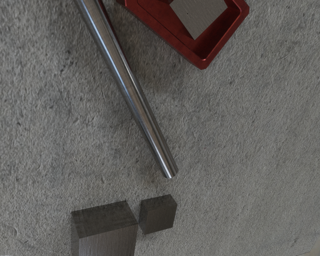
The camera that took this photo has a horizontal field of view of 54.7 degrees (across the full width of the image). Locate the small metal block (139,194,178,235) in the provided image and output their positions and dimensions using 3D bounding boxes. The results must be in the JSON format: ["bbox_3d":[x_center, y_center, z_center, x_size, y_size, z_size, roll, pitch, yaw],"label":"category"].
[{"bbox_3d":[-0.004,0.137,0.491,0.050,0.025,0.050,-6,121,-26],"label":"small metal block"}]

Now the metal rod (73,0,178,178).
[{"bbox_3d":[-0.033,-0.043,0.363,0.025,0.025,0.299,-31,129,-9],"label":"metal rod"}]

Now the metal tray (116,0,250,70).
[{"bbox_3d":[0.029,-0.135,0.337,0.131,0.030,0.090,30,102,-38],"label":"metal tray"}]

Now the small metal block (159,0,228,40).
[{"bbox_3d":[0.036,-0.132,0.330,0.050,0.025,0.050,-45,130,3],"label":"small metal block"}]

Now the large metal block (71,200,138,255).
[{"bbox_3d":[-0.082,0.159,0.446,0.081,0.050,0.079,-6,121,-26],"label":"large metal block"}]
